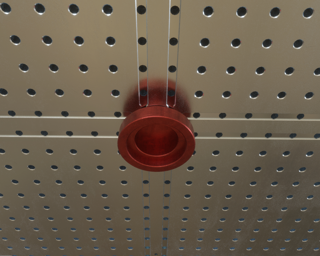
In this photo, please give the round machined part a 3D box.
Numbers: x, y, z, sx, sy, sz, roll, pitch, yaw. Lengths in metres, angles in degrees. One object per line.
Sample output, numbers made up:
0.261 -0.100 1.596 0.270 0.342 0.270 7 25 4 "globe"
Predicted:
-0.005 0.010 0.408 0.099 0.042 0.097 0 130 0 "round machined part"
